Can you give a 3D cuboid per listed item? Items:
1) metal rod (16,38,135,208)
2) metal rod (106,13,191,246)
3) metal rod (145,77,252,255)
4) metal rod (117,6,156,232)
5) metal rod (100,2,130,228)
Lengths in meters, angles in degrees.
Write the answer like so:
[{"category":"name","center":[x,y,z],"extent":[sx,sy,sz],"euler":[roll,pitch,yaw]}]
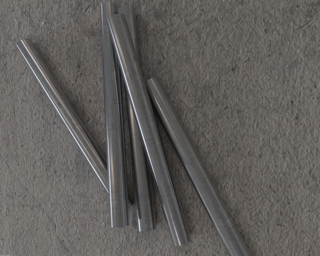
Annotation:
[{"category":"metal rod","center":[-0.129,-0.010,0.454],"extent":[0.025,0.025,0.299],"euler":[-38,78,16]},{"category":"metal rod","center":[-0.014,0.003,0.396],"extent":[0.025,0.025,0.298],"euler":[-16,91,19]},{"category":"metal rod","center":[0.054,0.070,0.389],"extent":[0.025,0.025,0.299],"euler":[-30,80,17]},{"category":"metal rod","center":[-0.032,-0.014,0.420],"extent":[0.025,0.025,0.298],"euler":[-6,88,20]},{"category":"metal rod","center":[-0.062,-0.023,0.416],"extent":[0.025,0.025,0.298],"euler":[-7,82,20]}]
